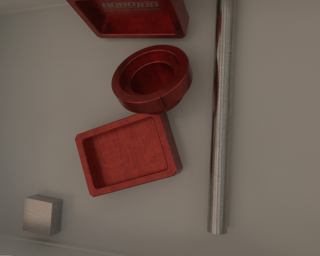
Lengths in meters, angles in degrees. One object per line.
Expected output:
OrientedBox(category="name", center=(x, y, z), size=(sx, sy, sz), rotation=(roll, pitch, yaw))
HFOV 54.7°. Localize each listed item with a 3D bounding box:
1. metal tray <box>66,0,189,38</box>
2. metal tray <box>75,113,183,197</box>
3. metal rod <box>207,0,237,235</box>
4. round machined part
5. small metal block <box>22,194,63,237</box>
OrientedBox(category="metal tray", center=(-0.038, -0.149, 0.385), size=(0.130, 0.090, 0.030), rotation=(6, 75, 19))
OrientedBox(category="metal tray", center=(-0.044, 0.034, 0.422), size=(0.130, 0.030, 0.090), rotation=(-18, 84, 18))
OrientedBox(category="metal rod", center=(0.077, -0.021, 0.383), size=(0.025, 0.025, 0.298), rotation=(2, 91, 19))
OrientedBox(category="round machined part", center=(-0.007, -0.055, 0.387), size=(0.098, 0.042, 0.098), rotation=(-11, 51, 14))
OrientedBox(category="small metal block", center=(-0.178, 0.132, 0.472), size=(0.050, 0.025, 0.050), rotation=(6, 92, 19))
